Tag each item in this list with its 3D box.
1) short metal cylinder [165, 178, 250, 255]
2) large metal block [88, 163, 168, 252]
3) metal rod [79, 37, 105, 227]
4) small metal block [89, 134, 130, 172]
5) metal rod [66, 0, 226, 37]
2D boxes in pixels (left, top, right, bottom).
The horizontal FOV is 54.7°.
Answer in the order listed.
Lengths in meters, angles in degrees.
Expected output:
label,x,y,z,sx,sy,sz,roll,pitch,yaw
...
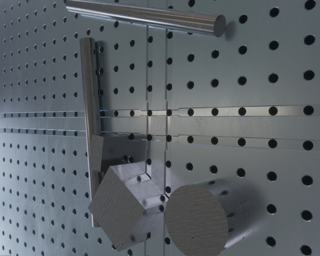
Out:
label,x,y,z,sx,sy,sz,roll,pitch,yaw
short metal cylinder,0.053,0.100,0.350,0.080,0.050,0.079,0,90,40
large metal block,-0.045,0.107,0.430,0.080,0.050,0.080,44,116,31
metal rod,-0.106,0.004,0.496,0.025,0.025,0.298,-8,85,39
small metal block,-0.073,0.035,0.453,0.025,0.050,0.050,10,97,39
metal rod,-0.041,-0.164,0.443,0.300,0.025,0.025,24,105,37
